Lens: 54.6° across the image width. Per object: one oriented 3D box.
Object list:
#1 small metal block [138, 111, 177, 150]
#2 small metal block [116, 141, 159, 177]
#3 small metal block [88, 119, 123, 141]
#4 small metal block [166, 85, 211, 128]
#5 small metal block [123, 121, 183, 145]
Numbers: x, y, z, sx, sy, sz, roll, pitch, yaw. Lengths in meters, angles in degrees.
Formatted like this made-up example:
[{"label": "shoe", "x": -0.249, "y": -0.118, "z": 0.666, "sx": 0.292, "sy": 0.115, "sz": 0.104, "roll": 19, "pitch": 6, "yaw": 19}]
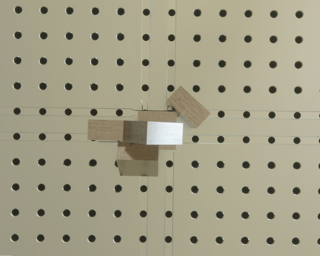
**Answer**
[{"label": "small metal block", "x": -0.004, "y": 0.003, "z": 0.413, "sx": 0.050, "sy": 0.025, "sz": 0.050, "roll": 2, "pitch": 90, "yaw": -1}, {"label": "small metal block", "x": -0.027, "y": 0.041, "z": 0.398, "sx": 0.050, "sy": 0.050, "sz": 0.025, "roll": 1, "pitch": 59, "yaw": 0}, {"label": "small metal block", "x": -0.062, "y": 0.002, "z": 0.400, "sx": 0.050, "sy": 0.050, "sz": 0.025, "roll": 2, "pitch": 91, "yaw": 1}, {"label": "small metal block", "x": 0.035, "y": -0.026, "z": 0.401, "sx": 0.050, "sy": 0.050, "sz": 0.025, "roll": 43, "pitch": 90, "yaw": 0}, {"label": "small metal block", "x": -0.009, "y": 0.005, "z": 0.366, "sx": 0.050, "sy": 0.050, "sz": 0.025, "roll": 2, "pitch": 91, "yaw": -37}]
